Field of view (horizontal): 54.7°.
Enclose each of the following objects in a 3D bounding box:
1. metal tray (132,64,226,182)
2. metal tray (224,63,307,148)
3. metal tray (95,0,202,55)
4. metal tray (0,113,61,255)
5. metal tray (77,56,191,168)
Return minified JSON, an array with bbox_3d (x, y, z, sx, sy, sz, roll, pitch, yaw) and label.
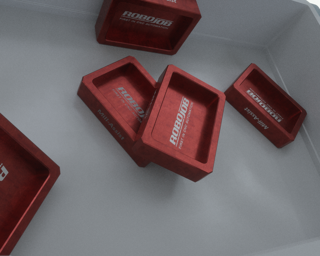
[{"bbox_3d":[0.029,-0.010,0.384,0.090,0.030,0.130,27,52,-11],"label":"metal tray"},{"bbox_3d":[0.178,-0.040,0.521,0.130,0.030,0.090,43,51,2],"label":"metal tray"},{"bbox_3d":[-0.018,-0.153,0.447,0.131,0.090,0.030,2,61,-27],"label":"metal tray"},{"bbox_3d":[-0.151,0.060,0.254,0.090,0.030,0.130,55,42,-34],"label":"metal tray"},{"bbox_3d":[-0.030,-0.025,0.400,0.130,0.030,0.091,49,51,6],"label":"metal tray"}]
